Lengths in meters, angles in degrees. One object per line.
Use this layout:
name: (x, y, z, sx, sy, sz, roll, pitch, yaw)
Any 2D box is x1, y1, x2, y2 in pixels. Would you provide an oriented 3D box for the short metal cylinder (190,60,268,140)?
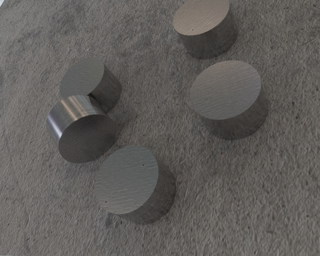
short metal cylinder: (0.082, -0.032, 0.365, 0.080, 0.050, 0.080, -13, 56, 21)

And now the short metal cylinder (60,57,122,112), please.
short metal cylinder: (-0.107, -0.063, 0.483, 0.080, 0.050, 0.080, -13, 56, 21)

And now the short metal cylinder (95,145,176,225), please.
short metal cylinder: (-0.028, 0.067, 0.361, 0.080, 0.050, 0.080, -13, 56, 21)

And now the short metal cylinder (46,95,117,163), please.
short metal cylinder: (-0.107, 0.002, 0.424, 0.080, 0.080, 0.050, -43, 51, -1)

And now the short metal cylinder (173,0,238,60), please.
short metal cylinder: (0.066, -0.146, 0.443, 0.080, 0.050, 0.080, -13, 56, 21)
